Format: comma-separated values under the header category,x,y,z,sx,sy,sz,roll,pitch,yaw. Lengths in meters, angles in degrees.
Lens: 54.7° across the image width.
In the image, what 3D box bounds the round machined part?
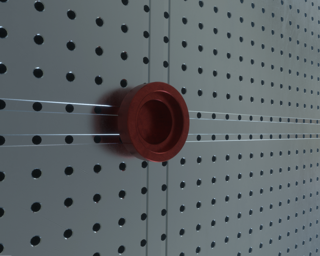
category,x,y,z,sx,sy,sz,roll,pitch,yaw
round machined part,-0.012,-0.007,0.390,0.099,0.042,0.097,0,90,-40
